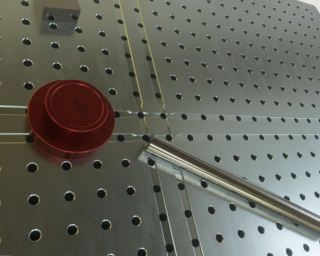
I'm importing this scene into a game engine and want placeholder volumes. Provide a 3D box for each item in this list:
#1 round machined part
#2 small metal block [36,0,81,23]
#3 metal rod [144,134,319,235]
[{"bbox_3d":[-0.098,-0.016,0.355,0.099,0.042,0.098,14,56,-21],"label":"round machined part"},{"bbox_3d":[-0.146,-0.178,0.439,0.050,0.025,0.050,-8,66,-32],"label":"small metal block"},{"bbox_3d":[0.118,0.084,0.422,0.301,0.025,0.025,27,52,-12],"label":"metal rod"}]
